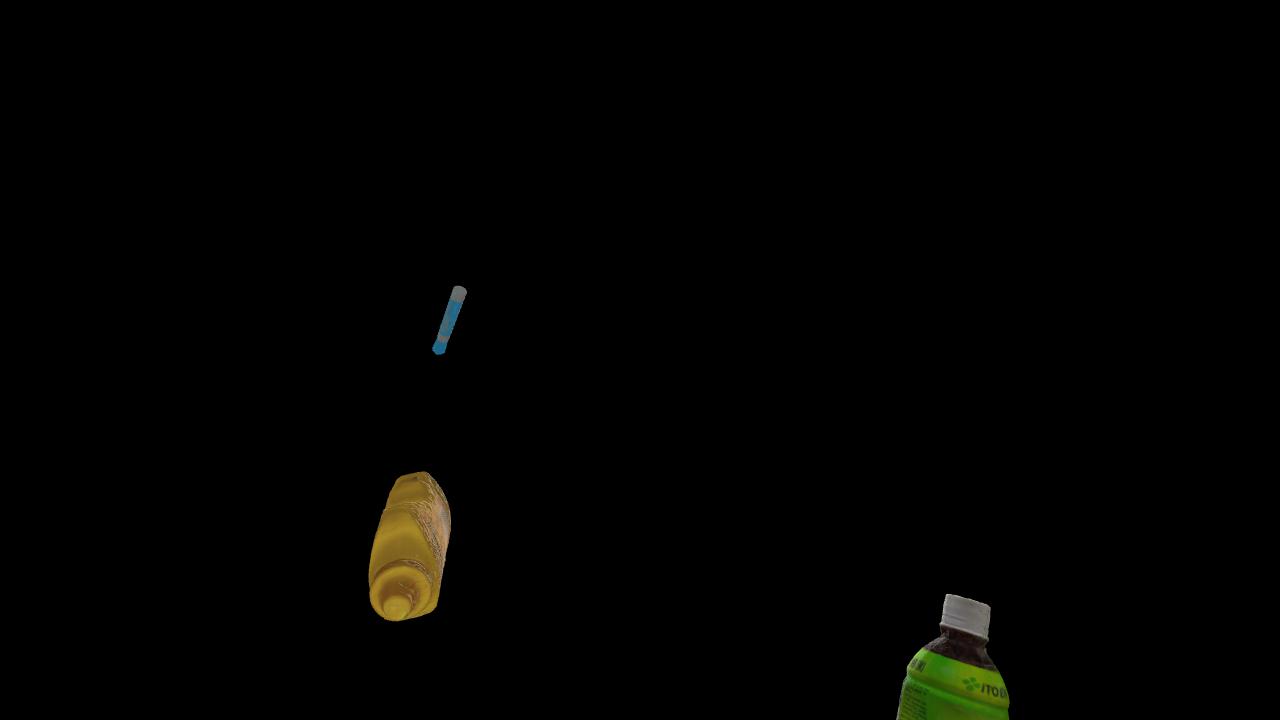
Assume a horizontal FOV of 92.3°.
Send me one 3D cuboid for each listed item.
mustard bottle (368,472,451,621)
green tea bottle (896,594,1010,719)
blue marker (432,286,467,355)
[{"bbox_3d":[-0.188,0.159,0.506,0.054,0.092,0.184,-4,8,-14],"label":"mustard bottle"},{"bbox_3d":[0.214,0.276,0.431,0.073,0.212,0.073,15,-16,4],"label":"green tea bottle"},{"bbox_3d":[-0.270,-0.053,0.866,0.020,0.121,0.020,21,35,-16],"label":"blue marker"}]
